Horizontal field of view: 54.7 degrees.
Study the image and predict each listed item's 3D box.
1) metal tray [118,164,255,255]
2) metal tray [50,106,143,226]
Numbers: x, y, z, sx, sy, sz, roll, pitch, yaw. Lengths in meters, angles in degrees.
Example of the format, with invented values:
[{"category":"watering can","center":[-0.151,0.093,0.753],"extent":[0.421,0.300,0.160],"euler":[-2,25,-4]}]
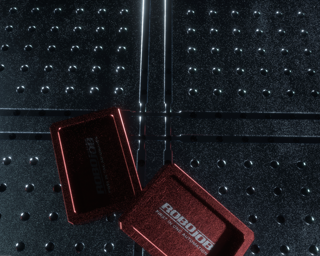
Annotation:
[{"category":"metal tray","center":[0.030,0.114,0.350],"extent":[0.130,0.030,0.090],"euler":[41,74,-3]},{"category":"metal tray","center":[-0.079,0.046,0.391],"extent":[0.091,0.030,0.130],"euler":[-16,71,-6]}]
